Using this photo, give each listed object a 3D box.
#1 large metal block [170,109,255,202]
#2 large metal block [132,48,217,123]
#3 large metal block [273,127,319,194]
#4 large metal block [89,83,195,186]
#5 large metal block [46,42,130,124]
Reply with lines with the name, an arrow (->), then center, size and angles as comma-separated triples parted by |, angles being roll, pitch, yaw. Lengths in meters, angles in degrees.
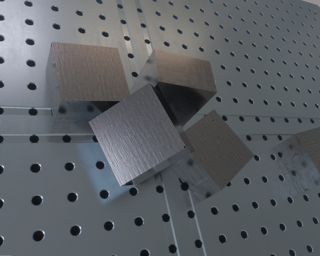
large metal block -> 0.061, 0.035, 0.403 | 0.080, 0.050, 0.080 | -34, 81, -38
large metal block -> 0.016, -0.052, 0.412 | 0.081, 0.080, 0.050 | 7, 59, -25
large metal block -> 0.241, 0.048, 0.491 | 0.081, 0.050, 0.080 | -11, 67, -33
large metal block -> -0.019, 0.010, 0.348 | 0.080, 0.080, 0.050 | 61, 10, 15
large metal block -> -0.088, -0.053, 0.377 | 0.081, 0.050, 0.080 | -2, 63, -29
